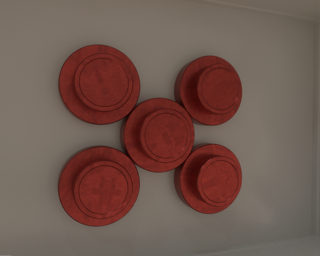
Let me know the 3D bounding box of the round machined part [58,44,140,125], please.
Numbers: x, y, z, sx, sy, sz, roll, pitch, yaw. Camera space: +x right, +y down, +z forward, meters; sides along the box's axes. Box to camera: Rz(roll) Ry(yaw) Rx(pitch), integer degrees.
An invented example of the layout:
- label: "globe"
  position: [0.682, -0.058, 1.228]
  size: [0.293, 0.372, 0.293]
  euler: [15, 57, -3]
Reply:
- label: "round machined part"
  position: [-0.071, -0.053, 0.374]
  size: [0.099, 0.042, 0.097]
  euler: [0, 90, -21]

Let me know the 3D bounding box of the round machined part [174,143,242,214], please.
- label: "round machined part"
  position: [0.073, 0.071, 0.429]
  size: [0.099, 0.042, 0.097]
  euler: [0, 90, -21]

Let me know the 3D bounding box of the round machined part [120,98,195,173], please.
- label: "round machined part"
  position: [0.001, 0.009, 0.401]
  size: [0.099, 0.042, 0.097]
  euler: [0, 90, -21]

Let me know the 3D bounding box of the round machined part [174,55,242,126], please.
- label: "round machined part"
  position: [0.073, -0.052, 0.428]
  size: [0.099, 0.042, 0.097]
  euler: [0, 90, -21]

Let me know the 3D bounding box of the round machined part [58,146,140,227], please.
- label: "round machined part"
  position: [-0.071, 0.071, 0.375]
  size: [0.099, 0.042, 0.097]
  euler: [0, 90, -21]
